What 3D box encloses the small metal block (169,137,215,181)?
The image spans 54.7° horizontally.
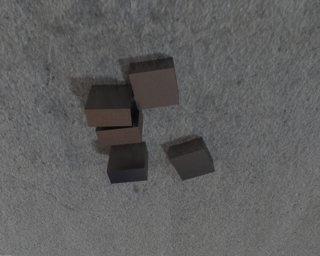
[{"bbox_3d":[0.046,0.045,0.447,0.050,0.025,0.050,-19,128,14],"label":"small metal block"}]

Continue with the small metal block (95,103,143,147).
[{"bbox_3d":[-0.049,-0.005,0.386,0.050,0.050,0.025,-6,130,4],"label":"small metal block"}]

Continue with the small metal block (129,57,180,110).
[{"bbox_3d":[-0.006,-0.052,0.363,0.050,0.025,0.050,-7,130,5],"label":"small metal block"}]

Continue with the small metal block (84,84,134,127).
[{"bbox_3d":[-0.058,-0.027,0.367,0.050,0.050,0.025,-1,130,0],"label":"small metal block"}]

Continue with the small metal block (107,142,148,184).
[{"bbox_3d":[-0.044,0.048,0.431,0.050,0.050,0.025,-6,130,4],"label":"small metal block"}]
